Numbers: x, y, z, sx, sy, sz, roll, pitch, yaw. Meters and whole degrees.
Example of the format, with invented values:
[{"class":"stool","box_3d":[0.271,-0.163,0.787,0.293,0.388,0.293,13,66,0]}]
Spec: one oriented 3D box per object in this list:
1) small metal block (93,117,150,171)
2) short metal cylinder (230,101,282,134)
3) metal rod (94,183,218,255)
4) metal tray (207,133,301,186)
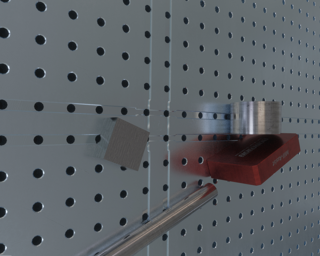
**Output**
[{"class":"small metal block","box_3d":[-0.045,0.020,0.372,0.050,0.025,0.050,27,73,-37]},{"class":"short metal cylinder","box_3d":[0.155,-0.016,0.504,0.081,0.080,0.050,-1,91,-40]},{"class":"metal rod","box_3d":[-0.032,0.141,0.383,0.302,0.025,0.025,-22,104,-38]},{"class":"metal tray","box_3d":[0.150,0.044,0.493,0.131,0.090,0.030,-25,106,-37]}]
